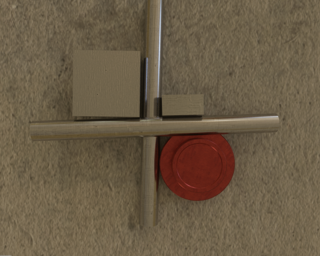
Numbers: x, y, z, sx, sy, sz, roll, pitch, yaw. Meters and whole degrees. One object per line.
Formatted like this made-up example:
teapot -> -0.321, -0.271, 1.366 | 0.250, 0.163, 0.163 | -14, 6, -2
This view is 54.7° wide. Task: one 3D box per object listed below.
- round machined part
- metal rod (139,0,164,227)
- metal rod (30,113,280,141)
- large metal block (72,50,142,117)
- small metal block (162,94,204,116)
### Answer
round machined part -> 0.049, 0.047, 0.402 | 0.099, 0.042, 0.097 | 0, 90, -1
metal rod -> -0.011, -0.022, 0.411 | 0.025, 0.025, 0.298 | 2, 90, -1
metal rod -> -0.002, -0.001, 0.386 | 0.302, 0.025, 0.025 | -2, 90, -5
large metal block -> -0.064, -0.054, 0.397 | 0.081, 0.050, 0.079 | 1, 90, -1
small metal block -> 0.028, -0.028, 0.399 | 0.050, 0.050, 0.025 | -1, 90, -1
